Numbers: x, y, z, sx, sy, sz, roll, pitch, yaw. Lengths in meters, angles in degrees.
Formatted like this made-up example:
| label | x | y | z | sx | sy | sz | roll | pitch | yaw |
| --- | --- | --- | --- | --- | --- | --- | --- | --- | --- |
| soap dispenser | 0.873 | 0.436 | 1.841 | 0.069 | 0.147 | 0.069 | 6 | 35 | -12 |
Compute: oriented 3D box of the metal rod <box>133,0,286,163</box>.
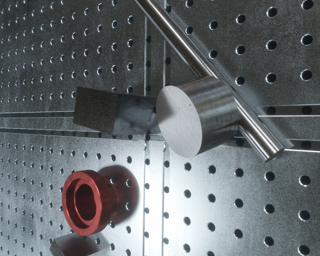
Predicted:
| label | x | y | z | sx | sy | sz | roll | pitch | yaw |
| --- | --- | --- | --- | --- | --- | --- | --- | --- | --- |
| metal rod | 0.040 | -0.085 | 0.374 | 0.025 | 0.025 | 0.299 | -48 | 62 | 29 |

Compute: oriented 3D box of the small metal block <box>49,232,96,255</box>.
| label | x | y | z | sx | sy | sz | roll | pitch | yaw |
| --- | --- | --- | --- | --- | --- | --- | --- | --- | --- |
| small metal block | -0.144 | 0.202 | 0.509 | 0.050 | 0.050 | 0.025 | 41 | 115 | 32 |

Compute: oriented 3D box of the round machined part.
| label | x | y | z | sx | sy | sz | roll | pitch | yaw |
| --- | --- | --- | --- | --- | --- | --- | --- | --- | --- |
| round machined part | -0.107 | 0.114 | 0.484 | 0.098 | 0.042 | 0.097 | 0 | 90 | 39 |

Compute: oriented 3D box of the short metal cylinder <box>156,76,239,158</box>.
| label | x | y | z | sx | sy | sz | roll | pitch | yaw |
| --- | --- | --- | --- | --- | --- | --- | --- | --- | --- |
| short metal cylinder | 0.039 | -0.013 | 0.340 | 0.080 | 0.050 | 0.079 | 36 | 136 | 45 |

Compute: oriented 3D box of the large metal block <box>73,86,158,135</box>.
| label | x | y | z | sx | sy | sz | roll | pitch | yaw |
| --- | --- | --- | --- | --- | --- | --- | --- | --- | --- |
| large metal block | -0.057 | -0.023 | 0.418 | 0.080 | 0.081 | 0.050 | 14 | 99 | 39 |
